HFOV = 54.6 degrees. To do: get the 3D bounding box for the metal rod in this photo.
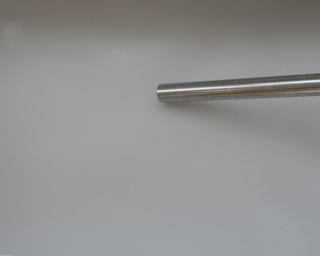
[{"bbox_3d":[0.139,-0.047,0.354,0.300,0.025,0.025,0,90,23],"label":"metal rod"}]
